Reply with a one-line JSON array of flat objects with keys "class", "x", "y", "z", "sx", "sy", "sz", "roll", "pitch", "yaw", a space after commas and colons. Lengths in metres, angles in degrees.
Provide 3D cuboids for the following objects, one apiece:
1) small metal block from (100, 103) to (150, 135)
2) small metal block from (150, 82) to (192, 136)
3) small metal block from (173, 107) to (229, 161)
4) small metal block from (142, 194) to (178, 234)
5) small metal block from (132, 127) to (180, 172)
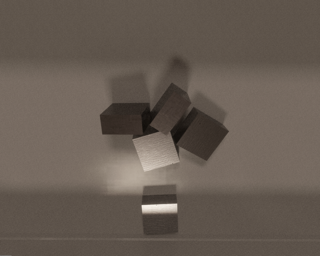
[{"class": "small metal block", "x": -0.042, "y": -0.013, "z": 0.389, "sx": 0.050, "sy": 0.050, "sz": 0.025, "roll": 0, "pitch": 111, "yaw": 10}, {"class": "small metal block", "x": 0.012, "y": -0.025, "z": 0.389, "sx": 0.025, "sy": 0.050, "sz": 0.050, "roll": 33, "pitch": 106, "yaw": -12}, {"class": "small metal block", "x": 0.053, "y": 0.008, "z": 0.411, "sx": 0.050, "sy": 0.025, "sz": 0.050, "roll": 29, "pitch": 106, "yaw": -19}, {"class": "small metal block", "x": 0.000, "y": 0.127, "z": 0.458, "sx": 0.050, "sy": 0.025, "sz": 0.050, "roll": -3, "pitch": 110, "yaw": 0}, {"class": "small metal block", "x": -0.005, "y": 0.026, "z": 0.421, "sx": 0.050, "sy": 0.025, "sz": 0.050, "roll": -16, "pitch": 110, "yaw": 5}]
